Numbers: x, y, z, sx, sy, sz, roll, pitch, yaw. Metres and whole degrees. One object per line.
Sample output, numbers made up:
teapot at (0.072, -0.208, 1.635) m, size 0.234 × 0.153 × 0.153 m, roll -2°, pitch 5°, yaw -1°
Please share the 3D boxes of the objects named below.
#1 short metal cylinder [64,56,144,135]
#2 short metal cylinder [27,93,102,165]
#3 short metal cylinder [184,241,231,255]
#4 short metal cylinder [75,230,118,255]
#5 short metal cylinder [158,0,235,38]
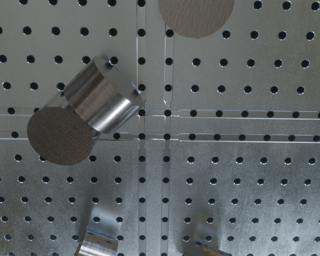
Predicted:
short metal cylinder at (-0.065, -0.038, 0.369) m, size 0.050 × 0.080 × 0.080 m, roll -42°, pitch 105°, yaw 13°
short metal cylinder at (-0.117, 0.000, 0.392) m, size 0.080 × 0.050 × 0.079 m, roll 2°, pitch 117°, yaw 5°
short metal cylinder at (0.068, 0.220, 0.466) m, size 0.050 × 0.080 × 0.080 m, roll 25°, pitch 108°, yaw -9°
short metal cylinder at (-0.101, 0.198, 0.456) m, size 0.050 × 0.080 × 0.080 m, roll 24°, pitch 108°, yaw -9°
short metal cylinder at (0.038, -0.144, 0.348) m, size 0.081 × 0.050 × 0.079 m, roll 0°, pitch 110°, yaw -1°
